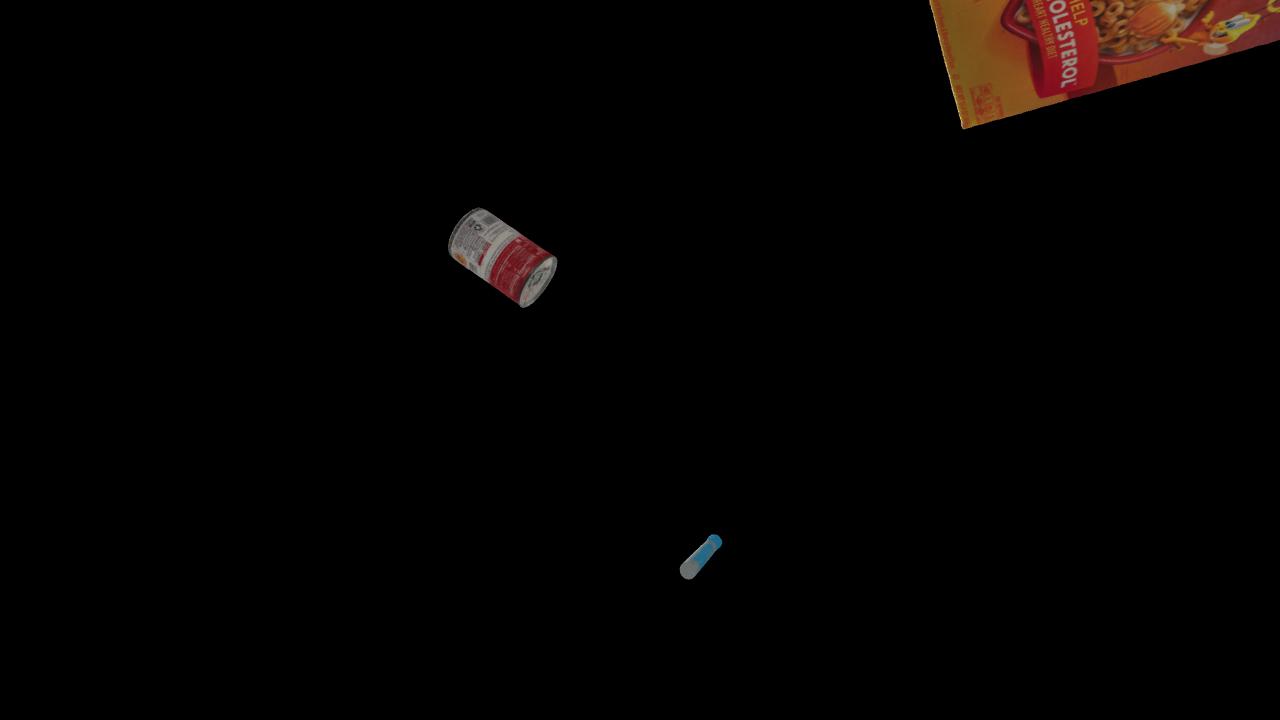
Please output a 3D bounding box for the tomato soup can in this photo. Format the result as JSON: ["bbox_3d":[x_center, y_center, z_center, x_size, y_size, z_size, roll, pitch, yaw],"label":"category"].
[{"bbox_3d":[-0.152,-0.113,0.680,0.101,0.068,0.068,35,4,6],"label":"tomato soup can"}]

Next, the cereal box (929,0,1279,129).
[{"bbox_3d":[0.374,-0.306,0.433,0.306,0.081,0.203,-6,-34,36],"label":"cereal box"}]

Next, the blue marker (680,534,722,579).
[{"bbox_3d":[0.074,0.229,0.723,0.020,0.020,0.121,0,0,22],"label":"blue marker"}]
